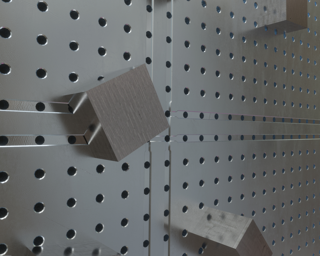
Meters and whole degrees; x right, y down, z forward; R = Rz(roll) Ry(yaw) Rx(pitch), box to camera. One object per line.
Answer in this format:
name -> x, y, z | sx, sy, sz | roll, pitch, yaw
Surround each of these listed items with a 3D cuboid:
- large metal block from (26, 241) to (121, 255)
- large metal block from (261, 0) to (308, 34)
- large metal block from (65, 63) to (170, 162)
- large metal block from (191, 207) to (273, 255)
large metal block -> -0.093, 0.166, 0.315 | 0.081, 0.050, 0.080 | 12, 83, -39
large metal block -> 0.236, -0.231, 0.588 | 0.081, 0.050, 0.080 | -2, 91, -40
large metal block -> -0.046, -0.019, 0.353 | 0.080, 0.050, 0.080 | -34, 111, -35
large metal block -> 0.107, 0.172, 0.462 | 0.050, 0.080, 0.080 | -48, 118, -29
